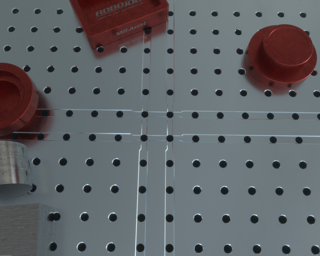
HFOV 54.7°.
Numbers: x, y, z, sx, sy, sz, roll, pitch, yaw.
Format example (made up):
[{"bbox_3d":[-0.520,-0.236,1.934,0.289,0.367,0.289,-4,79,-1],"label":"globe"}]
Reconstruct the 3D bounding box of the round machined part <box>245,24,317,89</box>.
[{"bbox_3d":[0.176,-0.108,0.443,0.099,0.042,0.098,0,70,0],"label":"round machined part"}]

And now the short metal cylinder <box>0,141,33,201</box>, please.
[{"bbox_3d":[-0.195,0.053,0.362,0.081,0.080,0.050,-14,71,-5],"label":"short metal cylinder"}]

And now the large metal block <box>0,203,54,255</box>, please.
[{"bbox_3d":[-0.170,0.132,0.349,0.081,0.050,0.080,-5,70,-2],"label":"large metal block"}]

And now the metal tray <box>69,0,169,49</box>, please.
[{"bbox_3d":[-0.063,-0.186,0.476,0.131,0.030,0.090,-24,72,-9],"label":"metal tray"}]

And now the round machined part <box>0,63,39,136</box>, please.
[{"bbox_3d":[-0.211,-0.034,0.414,0.099,0.042,0.098,0,70,0],"label":"round machined part"}]
